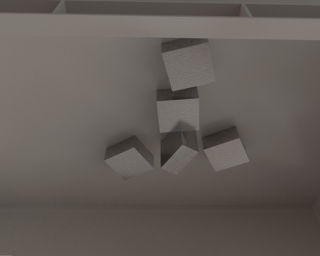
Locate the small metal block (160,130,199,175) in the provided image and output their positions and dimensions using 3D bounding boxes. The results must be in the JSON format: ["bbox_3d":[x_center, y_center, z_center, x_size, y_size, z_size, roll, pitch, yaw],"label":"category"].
[{"bbox_3d":[0.025,0.025,0.415,0.025,0.050,0.050,25,126,-20],"label":"small metal block"}]

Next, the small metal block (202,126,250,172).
[{"bbox_3d":[0.092,0.030,0.436,0.050,0.025,0.050,-20,128,16],"label":"small metal block"}]

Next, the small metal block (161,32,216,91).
[{"bbox_3d":[0.032,-0.073,0.347,0.050,0.025,0.050,-12,130,9],"label":"small metal block"}]

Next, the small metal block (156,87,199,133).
[{"bbox_3d":[0.023,-0.022,0.390,0.050,0.025,0.050,-4,130,3],"label":"small metal block"}]

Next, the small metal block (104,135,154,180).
[{"bbox_3d":[-0.043,0.044,0.446,0.050,0.025,0.050,-25,126,19],"label":"small metal block"}]
